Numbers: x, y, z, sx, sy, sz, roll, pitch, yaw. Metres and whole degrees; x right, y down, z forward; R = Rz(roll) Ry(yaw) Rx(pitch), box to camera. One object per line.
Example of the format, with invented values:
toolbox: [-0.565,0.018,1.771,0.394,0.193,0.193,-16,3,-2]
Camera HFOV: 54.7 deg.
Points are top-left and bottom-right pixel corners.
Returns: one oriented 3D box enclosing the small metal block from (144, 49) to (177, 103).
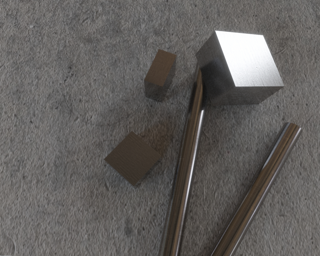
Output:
small metal block: [0.001,-0.069,0.420,0.025,0.050,0.050,21,71,7]

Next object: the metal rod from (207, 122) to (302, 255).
metal rod: [0.091,0.116,0.366,0.025,0.025,0.300,33,73,11]

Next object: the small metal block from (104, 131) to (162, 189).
small metal block: [-0.033,0.041,0.393,0.050,0.025,0.050,40,74,13]

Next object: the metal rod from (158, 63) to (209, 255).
metal rod: [0.033,0.048,0.390,0.025,0.025,0.299,12,70,4]

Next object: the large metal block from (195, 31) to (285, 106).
large metal block: [0.104,-0.077,0.409,0.081,0.050,0.080,-4,68,-27]
